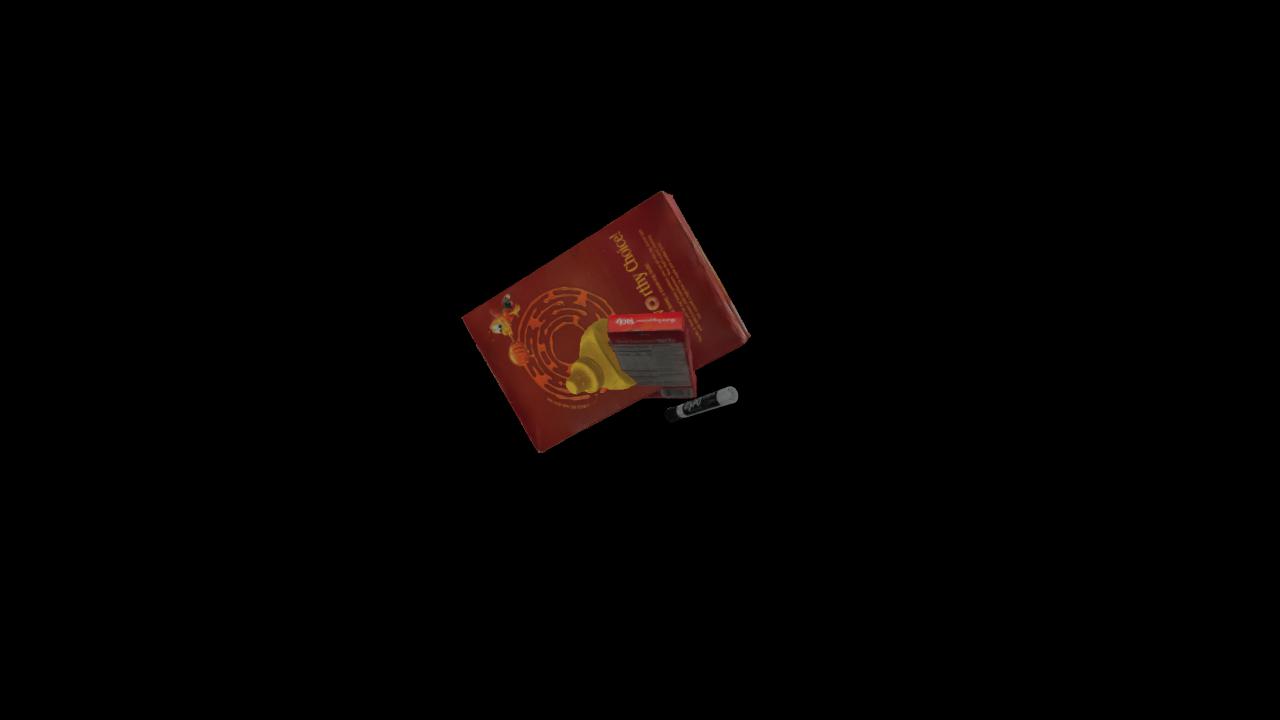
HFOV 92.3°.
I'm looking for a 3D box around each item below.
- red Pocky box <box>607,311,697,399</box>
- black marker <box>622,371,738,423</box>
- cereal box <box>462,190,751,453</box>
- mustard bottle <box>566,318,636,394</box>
[{"bbox_3d":[0.018,-0.001,0.697,0.083,0.028,0.155,0,-30,10],"label":"red Pocky box"},{"bbox_3d":[0.066,0.053,0.703,0.020,0.020,0.121,0,-15,-33],"label":"black marker"},{"bbox_3d":[-0.046,-0.041,0.766,0.306,0.203,0.081,-29,1,17],"label":"cereal box"},{"bbox_3d":[-0.022,-0.014,0.737,0.054,0.092,0.184,-15,19,48],"label":"mustard bottle"}]
